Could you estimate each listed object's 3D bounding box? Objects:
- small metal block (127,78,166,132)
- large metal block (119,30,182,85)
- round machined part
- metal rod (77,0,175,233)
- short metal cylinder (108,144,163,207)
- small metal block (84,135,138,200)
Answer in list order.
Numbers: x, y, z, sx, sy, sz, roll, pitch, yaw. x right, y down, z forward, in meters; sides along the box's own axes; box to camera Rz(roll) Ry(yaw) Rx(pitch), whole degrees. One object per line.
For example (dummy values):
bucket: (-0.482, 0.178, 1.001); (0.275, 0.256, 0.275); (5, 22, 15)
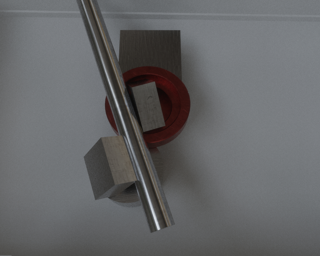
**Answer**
small metal block: (-0.017, -0.028, 0.354); (0.025, 0.050, 0.050); (-16, 106, -10)
large metal block: (-0.013, -0.085, 0.424); (0.081, 0.050, 0.080); (0, 70, -1)
round machined part: (-0.014, -0.022, 0.376); (0.099, 0.042, 0.098); (0, 70, -1)
metal rod: (-0.046, -0.036, 0.346); (0.025, 0.025, 0.299); (-18, 71, -7)
short metal cylinder: (-0.037, 0.053, 0.376); (0.081, 0.050, 0.080); (0, 70, 0)
small metal block: (-0.053, 0.042, 0.324); (0.025, 0.050, 0.050); (-5, 65, -38)
